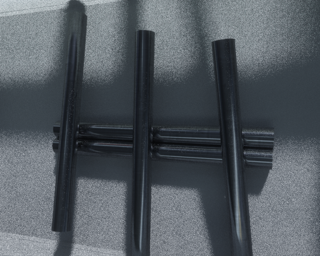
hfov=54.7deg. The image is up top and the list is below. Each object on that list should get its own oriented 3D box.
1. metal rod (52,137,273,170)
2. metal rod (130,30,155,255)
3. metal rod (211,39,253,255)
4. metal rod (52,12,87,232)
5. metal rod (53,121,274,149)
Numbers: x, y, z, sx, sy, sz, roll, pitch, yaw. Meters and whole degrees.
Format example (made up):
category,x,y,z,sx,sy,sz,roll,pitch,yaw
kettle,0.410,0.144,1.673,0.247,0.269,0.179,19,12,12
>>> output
category,x,y,z,sx,sy,sz,roll,pitch,yaw
metal rod,-0.010,0.031,0.412,0.301,0.025,0.025,2,91,19
metal rod,-0.022,0.030,0.390,0.025,0.025,0.298,2,91,19
metal rod,0.086,0.052,0.355,0.025,0.025,0.298,-4,97,19
metal rod,-0.123,-0.014,0.426,0.025,0.025,0.298,-1,81,19
metal rod,-0.009,0.007,0.412,0.301,0.025,0.025,2,91,19
